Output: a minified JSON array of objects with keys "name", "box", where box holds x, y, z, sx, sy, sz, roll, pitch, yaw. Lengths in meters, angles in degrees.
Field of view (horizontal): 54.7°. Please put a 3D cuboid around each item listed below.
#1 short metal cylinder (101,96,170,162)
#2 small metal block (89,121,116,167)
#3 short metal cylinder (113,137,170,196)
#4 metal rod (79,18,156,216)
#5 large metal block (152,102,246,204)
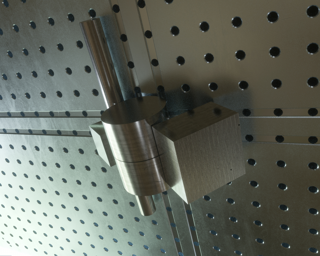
[{"name":"short metal cylinder","box":[-0.027,-0.001,0.384,0.080,0.080,0.050,1,119,28]},{"name":"small metal block","box":[-0.075,0.021,0.444,0.050,0.025,0.050,29,138,56]},{"name":"short metal cylinder","box":[-0.015,0.043,0.405,0.080,0.080,0.050,1,119,28]},{"name":"metal rod","box":[-0.052,0.002,0.434,0.025,0.025,0.298,0,119,28]},{"name":"large metal block","box":[0.046,0.026,0.353,0.050,0.081,0.080,35,143,57]}]
